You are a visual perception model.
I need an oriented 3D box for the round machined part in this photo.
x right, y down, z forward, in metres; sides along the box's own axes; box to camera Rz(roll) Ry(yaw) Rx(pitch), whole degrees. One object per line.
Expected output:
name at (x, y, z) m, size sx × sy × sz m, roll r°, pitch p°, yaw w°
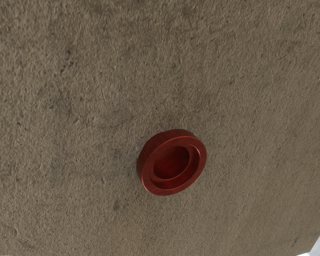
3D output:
round machined part at (0.012, 0.043, 0.432) m, size 0.099 × 0.042 × 0.097 m, roll -14°, pitch 125°, yaw -21°
